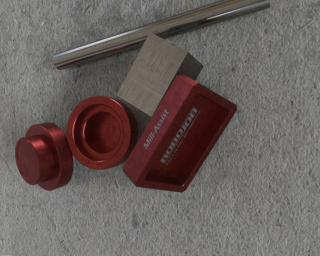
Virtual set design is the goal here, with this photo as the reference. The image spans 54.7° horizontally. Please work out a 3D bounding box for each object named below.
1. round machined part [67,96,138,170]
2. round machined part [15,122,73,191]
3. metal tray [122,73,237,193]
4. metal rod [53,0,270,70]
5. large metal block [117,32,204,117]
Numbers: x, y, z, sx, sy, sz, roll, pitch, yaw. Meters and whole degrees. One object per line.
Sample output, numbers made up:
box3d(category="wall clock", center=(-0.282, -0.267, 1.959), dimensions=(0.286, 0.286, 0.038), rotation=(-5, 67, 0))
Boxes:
box3d(category="round machined part", center=(-0.075, 0.006, 0.426), dimensions=(0.098, 0.042, 0.097), rotation=(0, 90, 19))
box3d(category="round machined part", center=(-0.170, 0.043, 0.442), dimensions=(0.098, 0.042, 0.097), rotation=(10, 106, 39))
box3d(category="metal tray", center=(0.025, 0.012, 0.363), dimensions=(0.030, 0.090, 0.129), rotation=(40, 104, 42))
box3d(category="metal rod", center=(-0.012, -0.126, 0.413), dimensions=(0.301, 0.025, 0.025), rotation=(-11, 86, 19))
box3d(category="large metal block", center=(0.004, -0.059, 0.378), dimensions=(0.050, 0.080, 0.080), rotation=(32, 101, 17))
